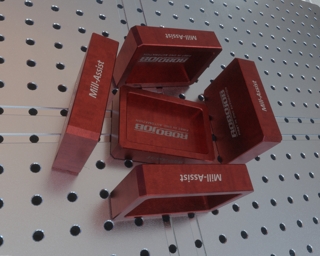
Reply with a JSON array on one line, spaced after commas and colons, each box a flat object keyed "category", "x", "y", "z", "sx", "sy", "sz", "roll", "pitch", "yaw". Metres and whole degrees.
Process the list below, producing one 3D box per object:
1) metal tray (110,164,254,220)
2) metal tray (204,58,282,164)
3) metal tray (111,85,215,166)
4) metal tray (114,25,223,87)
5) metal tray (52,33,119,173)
[{"category": "metal tray", "x": 0.022, "y": 0.069, "z": 0.336, "sx": 0.131, "sy": 0.090, "sz": 0.030, "roll": 3, "pitch": 61, "yaw": -26}, {"category": "metal tray", "x": 0.110, "y": -0.021, "z": 0.438, "sx": 0.030, "sy": 0.090, "sz": 0.130, "roll": 5, "pitch": 60, "yaw": -26}, {"category": "metal tray", "x": 0.004, "y": 0.001, "z": 0.405, "sx": 0.131, "sy": 0.030, "sz": 0.090, "roll": 11, "pitch": 57, "yaw": -23}, {"category": "metal tray", "x": 0.009, "y": -0.094, "z": 0.428, "sx": 0.131, "sy": 0.090, "sz": 0.030, "roll": -7, "pitch": 65, "yaw": -31}, {"category": "metal tray", "x": -0.081, "y": -0.028, "z": 0.339, "sx": 0.030, "sy": 0.090, "sz": 0.130, "roll": 17, "pitch": 55, "yaw": -18}]
